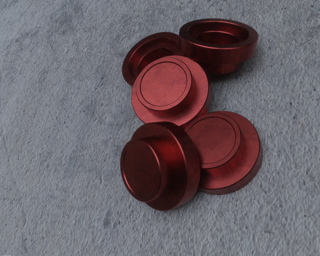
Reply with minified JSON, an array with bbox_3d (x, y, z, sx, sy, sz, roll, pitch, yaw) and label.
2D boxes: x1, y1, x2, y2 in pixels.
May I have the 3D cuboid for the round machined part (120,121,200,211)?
[{"bbox_3d":[-0.007,0.043,0.338,0.098,0.042,0.097,8,101,47],"label":"round machined part"}]

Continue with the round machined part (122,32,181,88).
[{"bbox_3d":[-0.002,-0.087,0.448,0.098,0.042,0.098,-13,56,20],"label":"round machined part"}]

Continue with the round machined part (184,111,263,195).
[{"bbox_3d":[0.062,0.022,0.348,0.098,0.042,0.098,-13,56,20],"label":"round machined part"}]

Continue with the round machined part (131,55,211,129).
[{"bbox_3d":[0.010,-0.045,0.373,0.098,0.042,0.098,-6,71,17],"label":"round machined part"}]

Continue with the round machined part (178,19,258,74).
[{"bbox_3d":[0.073,-0.104,0.401,0.099,0.042,0.098,0,39,0],"label":"round machined part"}]
